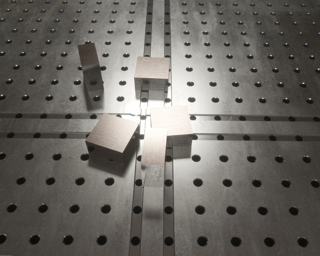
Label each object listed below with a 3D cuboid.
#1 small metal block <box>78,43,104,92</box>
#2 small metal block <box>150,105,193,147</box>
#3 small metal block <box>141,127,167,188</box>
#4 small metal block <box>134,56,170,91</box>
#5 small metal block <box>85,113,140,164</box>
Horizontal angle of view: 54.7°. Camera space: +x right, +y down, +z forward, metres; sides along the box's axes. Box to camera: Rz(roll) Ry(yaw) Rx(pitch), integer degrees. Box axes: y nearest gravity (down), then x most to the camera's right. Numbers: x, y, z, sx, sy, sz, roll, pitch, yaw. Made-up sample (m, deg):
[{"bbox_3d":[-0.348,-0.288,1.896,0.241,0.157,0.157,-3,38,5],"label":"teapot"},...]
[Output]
[{"bbox_3d":[-0.104,-0.092,0.467,0.025,0.050,0.050,-12,51,-10],"label":"small metal block"},{"bbox_3d":[0.014,-0.002,0.410,0.050,0.025,0.050,-4,50,-4],"label":"small metal block"},{"bbox_3d":[-0.006,0.035,0.362,0.025,0.050,0.050,4,50,3],"label":"small metal block"},{"bbox_3d":[-0.012,-0.084,0.478,0.050,0.025,0.050,3,50,2],"label":"small metal block"},{"bbox_3d":[-0.059,0.013,0.396,0.050,0.025,0.050,16,52,13],"label":"small metal block"}]
